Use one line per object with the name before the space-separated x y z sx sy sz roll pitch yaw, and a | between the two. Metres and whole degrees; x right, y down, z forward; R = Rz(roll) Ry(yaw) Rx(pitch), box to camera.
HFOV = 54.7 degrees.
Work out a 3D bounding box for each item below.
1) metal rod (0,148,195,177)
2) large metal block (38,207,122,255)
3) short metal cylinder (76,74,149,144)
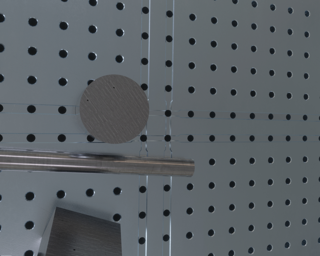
metal rod | -0.099 0.042 0.376 0.302 0.025 0.025 5 88 -20
large metal block | -0.090 0.143 0.343 0.080 0.080 0.050 22 110 -19
short metal cylinder | -0.059 -0.022 0.378 0.081 0.050 0.079 0 90 -20
